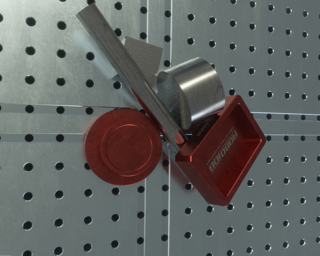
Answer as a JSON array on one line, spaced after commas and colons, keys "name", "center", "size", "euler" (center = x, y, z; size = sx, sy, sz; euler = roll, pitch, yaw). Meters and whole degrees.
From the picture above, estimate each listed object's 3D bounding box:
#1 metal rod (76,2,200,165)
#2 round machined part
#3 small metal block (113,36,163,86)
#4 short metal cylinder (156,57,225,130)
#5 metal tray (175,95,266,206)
[{"name": "metal rod", "center": [-0.001, -0.018, 0.395], "size": [0.025, 0.025, 0.299], "euler": [-42, 111, -15]}, {"name": "round machined part", "center": [-0.043, 0.024, 0.387], "size": [0.099, 0.042, 0.097], "euler": [0, 90, -21]}, {"name": "small metal block", "center": [-0.029, -0.085, 0.403], "size": [0.050, 0.025, 0.050], "euler": [14, 85, -20]}, {"name": "short metal cylinder", "center": [0.038, -0.044, 0.398], "size": [0.050, 0.080, 0.080], "euler": [-27, 99, -18]}, {"name": "metal tray", "center": [0.088, 0.028, 0.421], "size": [0.130, 0.030, 0.090], "euler": [-49, 113, -29]}]
